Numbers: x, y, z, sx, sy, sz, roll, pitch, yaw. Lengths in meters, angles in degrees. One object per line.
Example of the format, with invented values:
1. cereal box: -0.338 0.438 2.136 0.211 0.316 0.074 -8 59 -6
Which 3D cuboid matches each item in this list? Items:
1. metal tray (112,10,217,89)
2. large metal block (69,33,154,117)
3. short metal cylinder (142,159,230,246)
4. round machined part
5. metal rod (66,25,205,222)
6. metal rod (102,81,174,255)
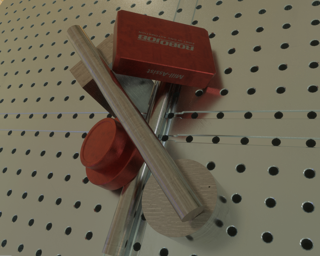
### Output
1. metal tray: 0.005 -0.105 0.415 0.131 0.030 0.090 7 55 -16
2. large metal block: -0.069 -0.075 0.454 0.080 0.080 0.050 -41 51 0
3. short metal cylinder: 0.028 0.079 0.329 0.080 0.050 0.080 -13 56 20
4. round machined part: -0.063 0.026 0.393 0.098 0.042 0.098 -27 45 31
5. metal rod: -0.044 -0.027 0.356 0.025 0.025 0.300 -37 59 3
6. metal rod: -0.014 0.012 0.407 0.025 0.025 0.300 3 63 29
